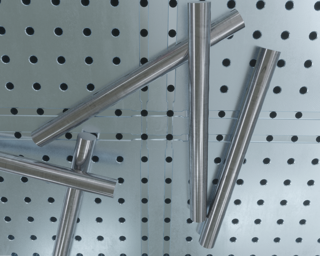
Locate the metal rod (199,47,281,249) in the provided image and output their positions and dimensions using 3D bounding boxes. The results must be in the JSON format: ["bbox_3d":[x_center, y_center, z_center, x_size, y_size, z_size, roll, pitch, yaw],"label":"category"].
[{"bbox_3d":[0.104,0.041,0.428,0.025,0.025,0.298,11,110,-4],"label":"metal rod"}]

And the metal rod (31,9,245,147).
[{"bbox_3d":[-0.035,-0.057,0.391,0.300,0.025,0.025,-29,108,10],"label":"metal rod"}]

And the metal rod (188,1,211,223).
[{"bbox_3d":[0.050,-0.001,0.396,0.025,0.025,0.298,-3,116,1],"label":"metal rod"}]

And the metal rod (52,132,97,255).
[{"bbox_3d":[-0.139,0.146,0.465,0.025,0.025,0.298,15,109,-6],"label":"metal rod"}]

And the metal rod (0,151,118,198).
[{"bbox_3d":[-0.205,0.045,0.411,0.301,0.025,0.025,13,110,1],"label":"metal rod"}]
